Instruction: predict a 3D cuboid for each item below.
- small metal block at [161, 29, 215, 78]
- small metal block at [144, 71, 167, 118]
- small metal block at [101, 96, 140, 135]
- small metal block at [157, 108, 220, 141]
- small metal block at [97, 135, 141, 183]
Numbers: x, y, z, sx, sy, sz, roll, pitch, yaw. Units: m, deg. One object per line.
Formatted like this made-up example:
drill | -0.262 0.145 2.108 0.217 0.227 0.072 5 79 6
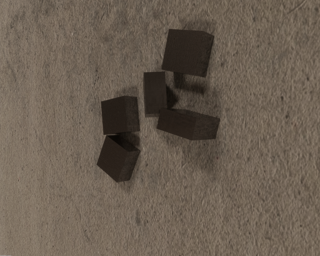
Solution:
small metal block | 0.033 -0.091 0.376 0.050 0.025 0.050 18 101 38
small metal block | -0.007 -0.041 0.391 0.025 0.050 0.050 -3 87 -5
small metal block | -0.058 -0.017 0.451 0.050 0.025 0.050 -8 85 39
small metal block | 0.033 -0.005 0.360 0.050 0.050 0.025 19 102 38
small metal block | -0.061 0.044 0.453 0.050 0.025 0.050 32 110 35
